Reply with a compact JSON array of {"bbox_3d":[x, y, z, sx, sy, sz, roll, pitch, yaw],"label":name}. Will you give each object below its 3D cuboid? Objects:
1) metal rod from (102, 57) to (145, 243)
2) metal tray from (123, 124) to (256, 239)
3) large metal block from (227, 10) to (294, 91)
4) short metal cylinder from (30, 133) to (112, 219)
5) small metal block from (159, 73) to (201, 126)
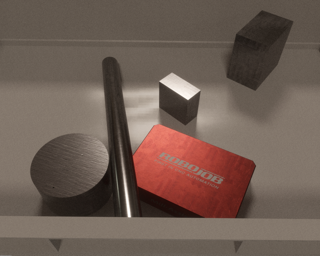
[{"bbox_3d":[-0.052,-0.004,0.379,0.025,0.025,0.300,-8,42,-7],"label":"metal rod"},{"bbox_3d":[0.032,0.056,0.355,0.130,0.030,0.090,22,53,17],"label":"metal tray"},{"bbox_3d":[0.150,-0.118,0.470,0.050,0.080,0.080,31,56,23],"label":"large metal block"},{"bbox_3d":[-0.094,0.052,0.344,0.081,0.050,0.080,0,50,0],"label":"short metal cylinder"},{"bbox_3d":[0.026,-0.039,0.422,0.050,0.050,0.025,37,59,26],"label":"small metal block"}]
